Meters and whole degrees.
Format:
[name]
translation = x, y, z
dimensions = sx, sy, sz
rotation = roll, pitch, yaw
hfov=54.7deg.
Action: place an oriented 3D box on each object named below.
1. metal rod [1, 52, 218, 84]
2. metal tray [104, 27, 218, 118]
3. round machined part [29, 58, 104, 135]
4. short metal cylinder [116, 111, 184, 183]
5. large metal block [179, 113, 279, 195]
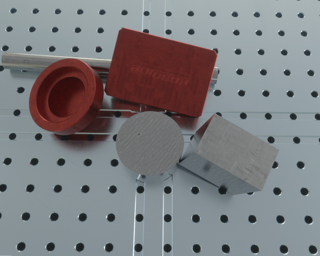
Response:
[metal rod]
translation = -0.070, -0.086, 0.442
dimensions = 0.302, 0.025, 0.025
rotation = 4, 70, 1
[metal tray]
translation = 0.001, -0.072, 0.413
dimensions = 0.131, 0.030, 0.089
rotation = 14, 93, 0
[round machined part]
translation = -0.116, -0.037, 0.404
dimensions = 0.098, 0.042, 0.098
rotation = -6, 72, 18
[short metal cylinder]
translation = -0.012, 0.025, 0.389
dimensions = 0.081, 0.050, 0.080
rotation = 0, 70, 0
[large metal block]
translation = 0.076, 0.035, 0.365
dimensions = 0.080, 0.080, 0.050
rotation = 30, 72, 0
